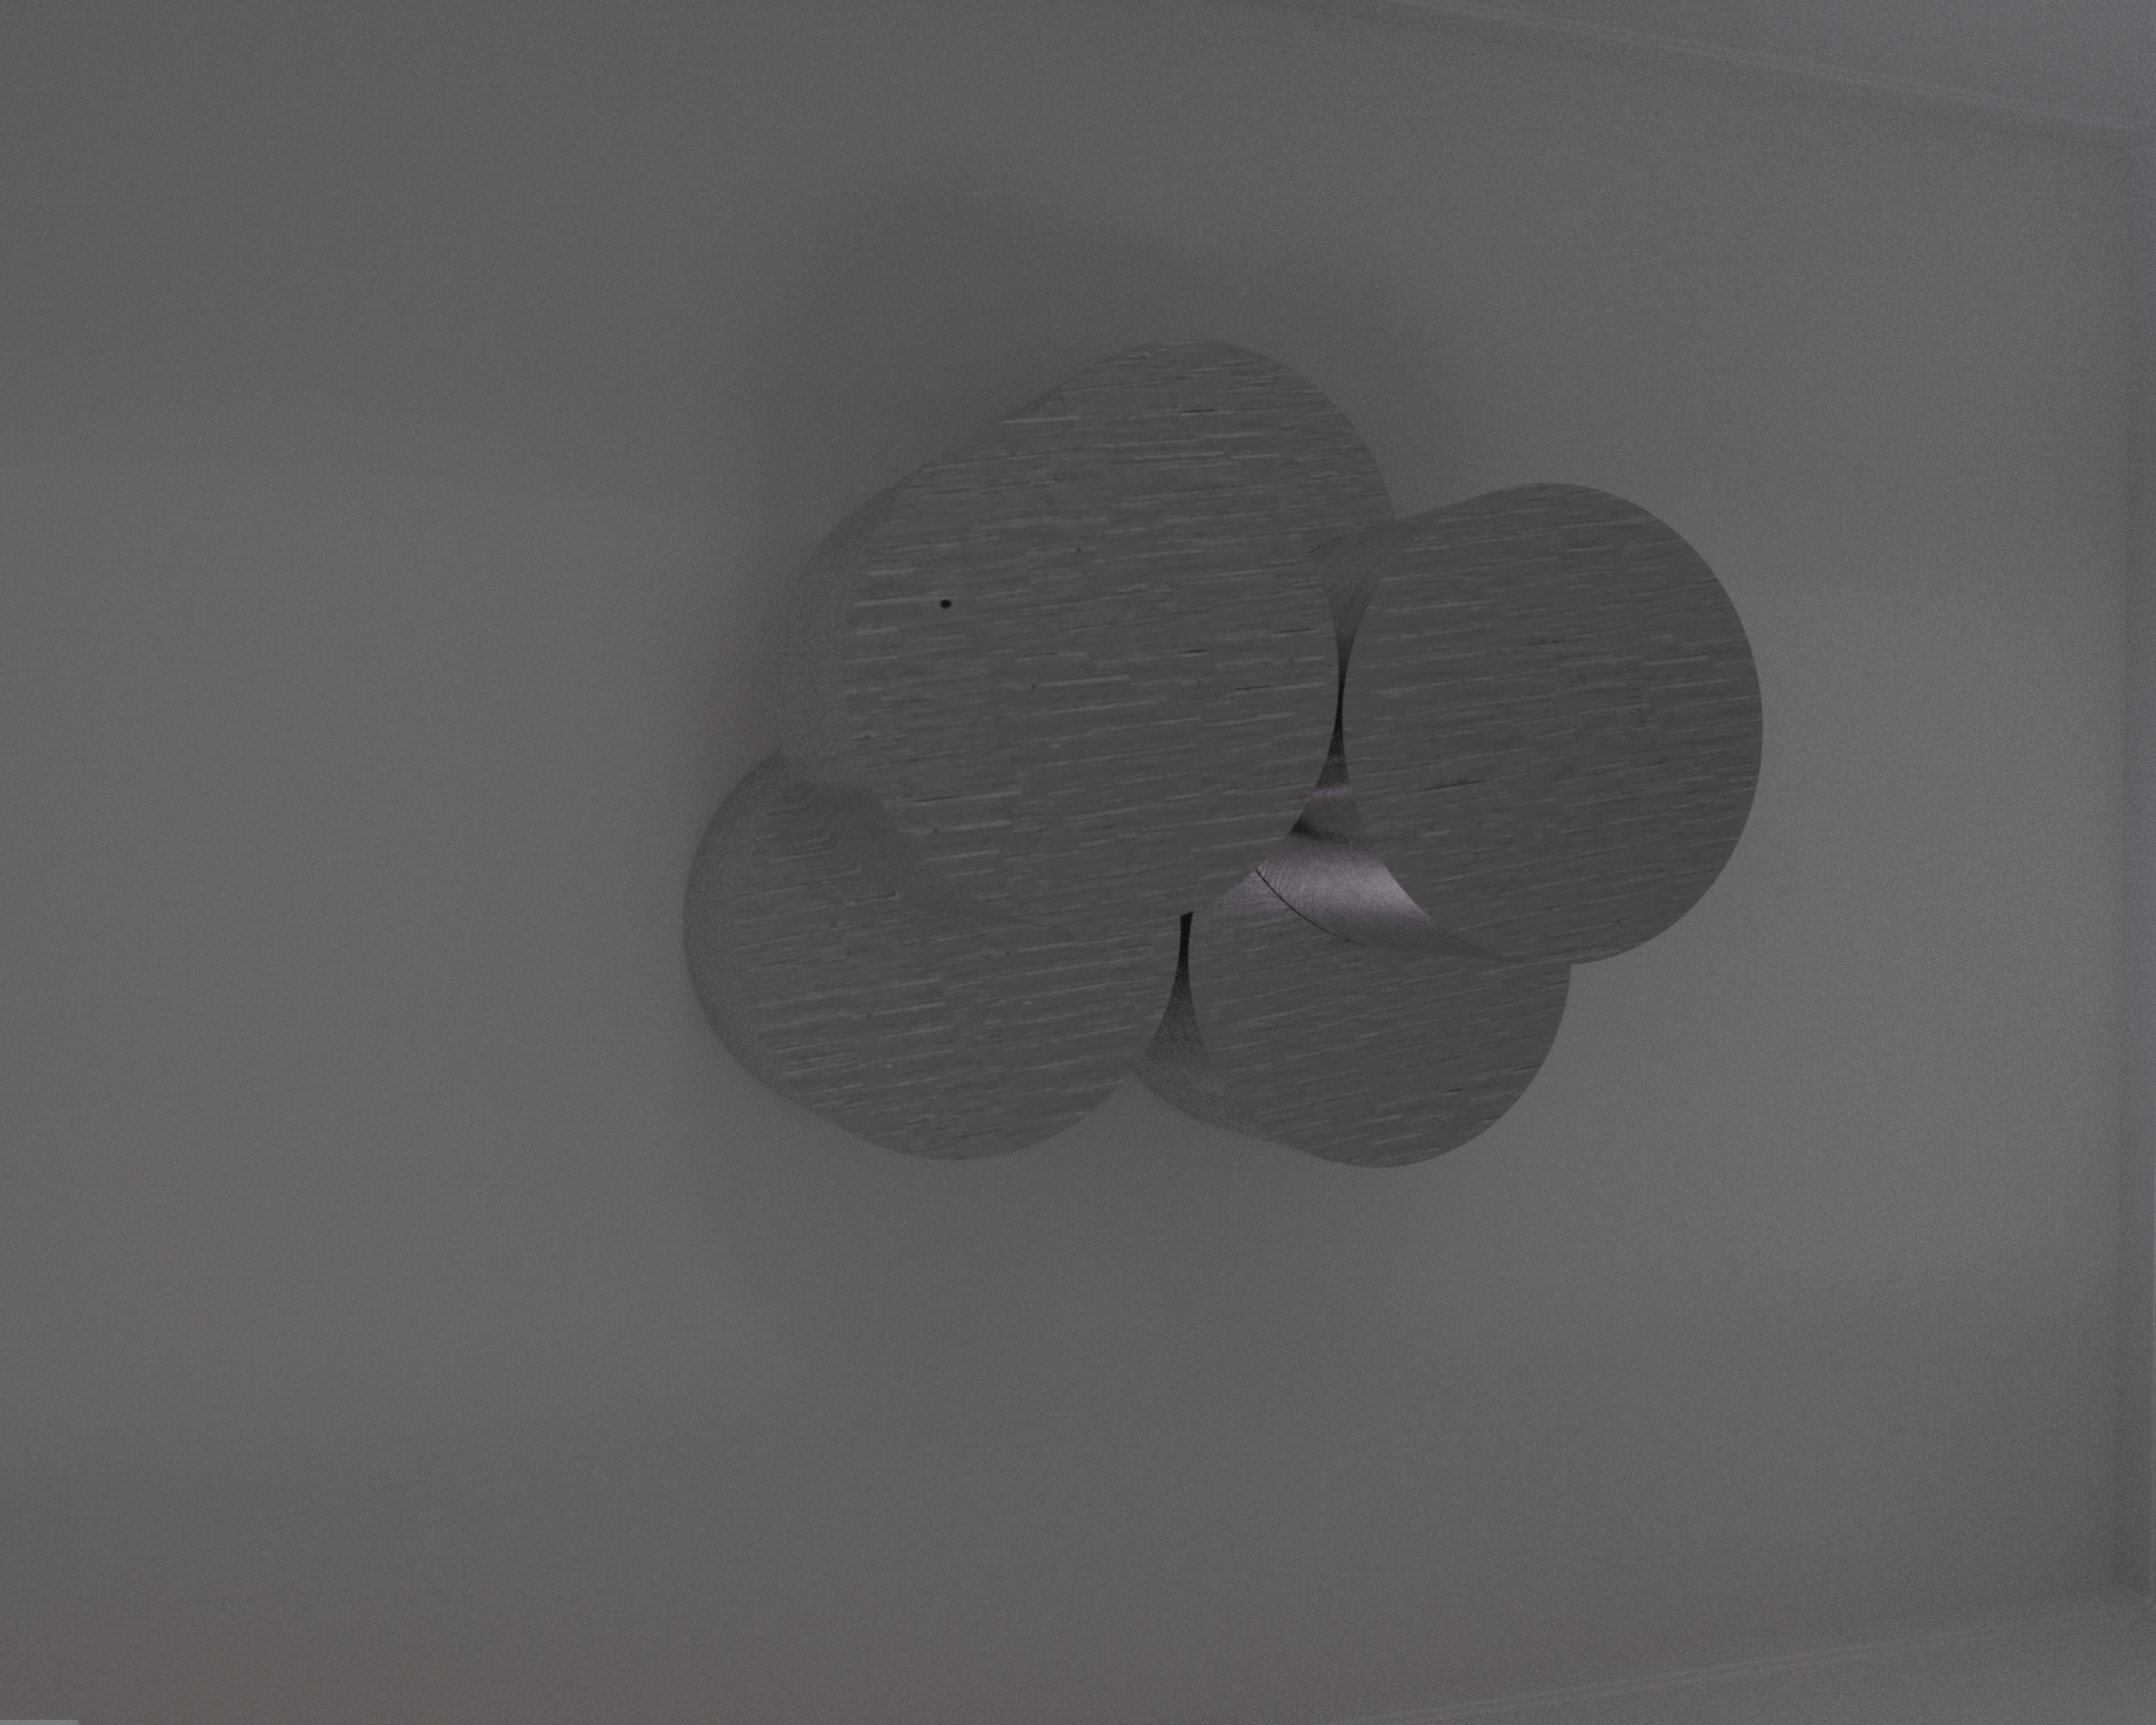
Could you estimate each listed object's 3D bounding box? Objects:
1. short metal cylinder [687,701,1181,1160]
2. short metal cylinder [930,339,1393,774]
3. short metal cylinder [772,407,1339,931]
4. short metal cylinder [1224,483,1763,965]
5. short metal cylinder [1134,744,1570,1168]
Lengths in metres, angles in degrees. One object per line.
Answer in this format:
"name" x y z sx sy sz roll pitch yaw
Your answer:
"short metal cylinder" -0.028 0.012 0.385 0.081 0.050 0.080 0 90 -20
"short metal cylinder" 0.014 -0.055 0.401 0.081 0.050 0.080 0 90 -20
"short metal cylinder" -0.005 -0.030 0.340 0.081 0.050 0.080 0 90 -20
"short metal cylinder" 0.071 -0.023 0.367 0.081 0.050 0.080 0 90 -20
"short metal cylinder" 0.049 0.017 0.413 0.081 0.050 0.080 0 90 -20
